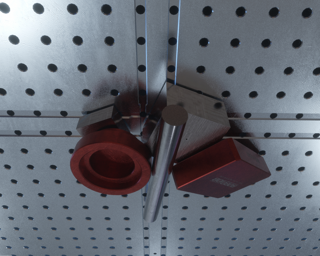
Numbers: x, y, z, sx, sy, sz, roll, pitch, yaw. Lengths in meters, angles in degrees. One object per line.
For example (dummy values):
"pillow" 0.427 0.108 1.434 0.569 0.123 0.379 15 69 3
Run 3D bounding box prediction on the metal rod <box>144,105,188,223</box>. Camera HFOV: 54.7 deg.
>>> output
"metal rod" -0.001 0.070 0.414 0.025 0.025 0.298 5 146 -4

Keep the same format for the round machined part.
"round machined part" -0.059 0.039 0.392 0.099 0.042 0.097 2 131 2

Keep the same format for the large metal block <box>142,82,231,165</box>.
"large metal block" 0.029 -0.001 0.391 0.081 0.050 0.079 18 128 -15

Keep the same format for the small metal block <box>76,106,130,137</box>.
"small metal block" -0.074 0.004 0.410 0.050 0.025 0.050 -17 128 14

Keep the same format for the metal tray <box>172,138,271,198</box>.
"metal tray" 0.087 0.060 0.423 0.090 0.030 0.131 -31 149 24
